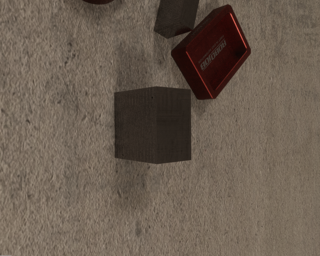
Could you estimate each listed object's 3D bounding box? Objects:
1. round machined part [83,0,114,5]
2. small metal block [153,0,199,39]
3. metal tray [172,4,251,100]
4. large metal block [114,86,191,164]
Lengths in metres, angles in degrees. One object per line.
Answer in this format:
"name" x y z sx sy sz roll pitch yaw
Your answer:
"round machined part" -0.067 -0.191 0.338 0.099 0.042 0.097 0 90 -40
"small metal block" 0.022 -0.151 0.408 0.025 0.050 0.050 20 78 -39
"metal tray" 0.083 -0.116 0.473 0.130 0.030 0.090 -50 120 -29
"large metal block" -0.010 -0.003 0.362 0.050 0.080 0.079 -1 91 -40
